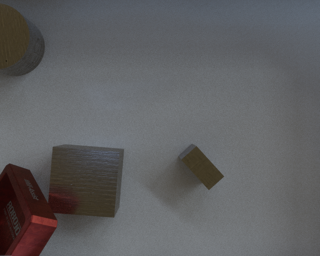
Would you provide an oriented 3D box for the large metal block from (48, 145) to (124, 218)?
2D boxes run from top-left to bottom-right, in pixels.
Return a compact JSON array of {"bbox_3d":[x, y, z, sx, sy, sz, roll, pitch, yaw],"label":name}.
[{"bbox_3d":[-0.092,0.065,0.398,0.081,0.050,0.079,5,90,-1],"label":"large metal block"}]

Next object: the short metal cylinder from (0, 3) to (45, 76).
[{"bbox_3d":[-0.197,-0.110,0.396,0.081,0.050,0.079,0,90,-1],"label":"short metal cylinder"}]

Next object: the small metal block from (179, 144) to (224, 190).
[{"bbox_3d":[0.052,0.048,0.400,0.025,0.050,0.050,-42,91,0],"label":"small metal block"}]

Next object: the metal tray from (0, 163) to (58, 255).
[{"bbox_3d":[-0.175,0.110,0.362,0.030,0.130,0.090,32,90,-41],"label":"metal tray"}]
